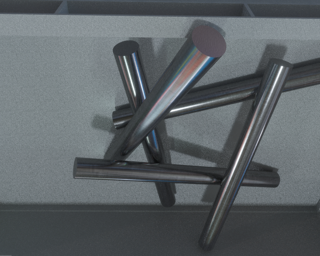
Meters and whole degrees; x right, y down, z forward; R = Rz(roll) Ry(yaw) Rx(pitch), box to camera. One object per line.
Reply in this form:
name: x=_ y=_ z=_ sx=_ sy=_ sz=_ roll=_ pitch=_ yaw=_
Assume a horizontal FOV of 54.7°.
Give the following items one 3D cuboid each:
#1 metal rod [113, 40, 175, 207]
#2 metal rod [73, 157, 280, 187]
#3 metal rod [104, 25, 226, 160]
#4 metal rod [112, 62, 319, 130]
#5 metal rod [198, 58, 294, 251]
metal rod: x=-0.009 y=0.022 z=0.400 sx=0.025 sy=0.025 sz=0.299 roll=-7 pitch=138 yaw=6
metal rod: x=0.039 y=0.063 z=0.420 sx=0.302 sy=0.025 sz=0.025 roll=7 pitch=131 yaw=-23
metal rod: x=-0.021 y=-0.001 z=0.328 sx=0.025 sy=0.025 sz=0.299 roll=18 pitch=153 yaw=-15
metal rod: x=0.088 y=-0.042 z=0.374 sx=0.301 sy=0.025 sz=0.025 roll=-13 pitch=129 yaw=10
metal rod: x=0.099 y=0.055 z=0.402 sx=0.025 sy=0.025 sz=0.298 roll=8 pitch=122 yaw=-7
